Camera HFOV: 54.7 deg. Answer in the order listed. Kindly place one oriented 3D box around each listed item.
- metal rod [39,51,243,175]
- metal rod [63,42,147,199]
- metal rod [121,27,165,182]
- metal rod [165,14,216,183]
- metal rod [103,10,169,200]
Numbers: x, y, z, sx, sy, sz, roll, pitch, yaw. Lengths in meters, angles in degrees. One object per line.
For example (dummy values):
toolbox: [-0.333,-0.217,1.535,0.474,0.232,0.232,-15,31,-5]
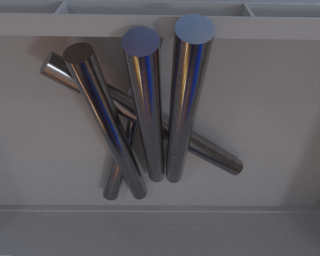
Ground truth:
metal rod: [0.002,-0.002,0.379,0.301,0.025,0.025,29,125,-32]
metal rod: [-0.049,0.021,0.374,0.025,0.025,0.299,-5,146,4]
metal rod: [-0.009,0.007,0.336,0.025,0.025,0.299,-1,155,1]
metal rod: [0.021,0.004,0.325,0.025,0.025,0.299,0,154,0]
metal rod: [-0.041,-0.004,0.405,0.025,0.025,0.298,11,129,-10]
